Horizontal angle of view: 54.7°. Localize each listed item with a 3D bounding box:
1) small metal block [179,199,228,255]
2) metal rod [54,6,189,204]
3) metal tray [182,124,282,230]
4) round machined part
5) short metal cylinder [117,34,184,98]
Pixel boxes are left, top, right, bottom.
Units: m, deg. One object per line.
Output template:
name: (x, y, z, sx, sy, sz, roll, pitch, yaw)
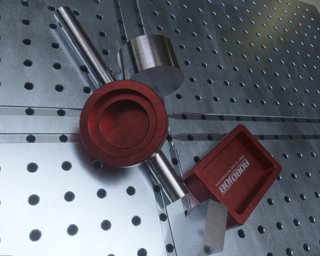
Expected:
small metal block: (0.049, 0.114, 0.351, 0.025, 0.050, 0.050, 26, 52, -13)
metal rod: (-0.056, -0.038, 0.402, 0.025, 0.025, 0.299, -24, 75, -37)
metal tray: (0.102, 0.062, 0.424, 0.090, 0.030, 0.131, 49, 51, 6)
round machined part: (-0.039, -0.003, 0.359, 0.099, 0.042, 0.097, -1, 80, 7)
short metal cylinder: (-0.013, -0.079, 0.415, 0.081, 0.080, 0.050, -1, 63, -29)
